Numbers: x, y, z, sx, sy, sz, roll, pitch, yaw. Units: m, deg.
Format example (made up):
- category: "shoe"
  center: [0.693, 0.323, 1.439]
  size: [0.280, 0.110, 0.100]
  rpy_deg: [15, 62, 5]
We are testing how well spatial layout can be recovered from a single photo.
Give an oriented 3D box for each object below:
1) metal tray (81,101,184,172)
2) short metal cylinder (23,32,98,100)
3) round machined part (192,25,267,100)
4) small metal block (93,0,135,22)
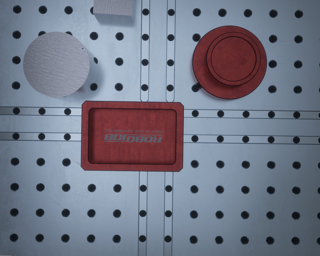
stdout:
- category: "metal tray"
  center: [-0.035, 0.011, 0.410]
  size: [0.131, 0.030, 0.089]
  rpy_deg: [1, 90, 0]
- category: "short metal cylinder"
  center: [-0.125, -0.077, 0.400]
  size: [0.081, 0.050, 0.080]
  rpy_deg: [0, 90, 0]
- category: "round machined part"
  center: [0.092, -0.086, 0.405]
  size: [0.099, 0.042, 0.097]
  rpy_deg: [0, 90, 0]
- category: "small metal block"
  center: [-0.060, -0.172, 0.413]
  size: [0.050, 0.025, 0.050]
  rpy_deg: [4, 90, 0]
